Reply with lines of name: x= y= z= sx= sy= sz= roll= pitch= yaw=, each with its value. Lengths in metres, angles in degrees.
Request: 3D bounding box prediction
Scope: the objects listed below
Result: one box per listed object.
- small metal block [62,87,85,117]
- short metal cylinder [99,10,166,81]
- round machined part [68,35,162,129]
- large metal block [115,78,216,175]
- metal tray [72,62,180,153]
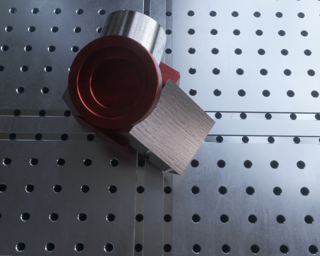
small metal block: x=-0.091 y=-0.044 z=0.380 sx=0.025 sy=0.050 sz=0.050 roll=18 pitch=71 yaw=6
short metal cylinder: x=-0.037 y=-0.099 z=0.386 sx=0.080 sy=0.080 sz=0.050 roll=13 pitch=71 yaw=4
round machined part: x=-0.046 y=-0.048 z=0.340 sx=0.098 sy=0.042 sz=0.097 roll=0 pitch=90 yaw=11
large metal block: x=0.007 y=-0.001 z=0.379 sx=0.080 sy=0.050 sz=0.080 roll=42 pitch=72 yaw=-19
metal tray: x=-0.044 y=-0.043 z=0.425 sx=0.090 sy=0.030 sz=0.130 roll=33 pitch=73 yaw=11
